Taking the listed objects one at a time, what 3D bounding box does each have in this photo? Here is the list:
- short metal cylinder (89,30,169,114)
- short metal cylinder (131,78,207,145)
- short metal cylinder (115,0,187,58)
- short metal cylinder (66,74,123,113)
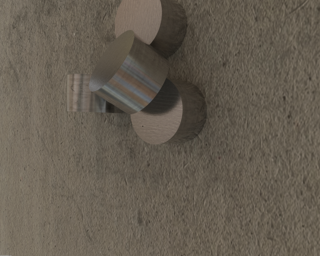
[{"bbox_3d":[-0.036,-0.063,0.352,0.080,0.050,0.080,-35,37,32],"label":"short metal cylinder"},{"bbox_3d":[0.010,-0.021,0.381,0.080,0.050,0.080,0,90,40],"label":"short metal cylinder"},{"bbox_3d":[-0.012,-0.133,0.399,0.080,0.050,0.080,0,90,40],"label":"short metal cylinder"},{"bbox_3d":[-0.093,-0.047,0.446,0.080,0.081,0.050,4,93,40],"label":"short metal cylinder"}]
